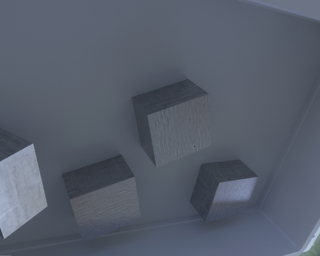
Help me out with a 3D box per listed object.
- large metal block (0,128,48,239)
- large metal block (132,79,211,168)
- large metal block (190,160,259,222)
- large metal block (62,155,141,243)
[{"bbox_3d":[-0.164,0.047,0.303,0.050,0.080,0.079,-39,139,-47],"label":"large metal block"},{"bbox_3d":[0.016,-0.007,0.399,0.081,0.050,0.079,-20,127,-17],"label":"large metal block"},{"bbox_3d":[0.106,0.103,0.516,0.081,0.050,0.079,-2,120,-28],"label":"large metal block"},{"bbox_3d":[-0.075,0.092,0.410,0.081,0.050,0.079,-17,126,-19],"label":"large metal block"}]
